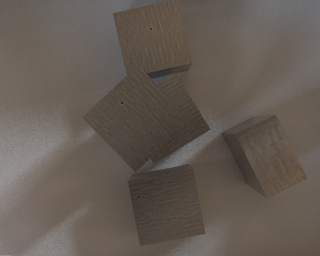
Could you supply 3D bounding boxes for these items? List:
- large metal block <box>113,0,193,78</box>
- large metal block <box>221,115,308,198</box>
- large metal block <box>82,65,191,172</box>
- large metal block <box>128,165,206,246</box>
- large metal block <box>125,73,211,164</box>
[{"bbox_3d":[-0.009,-0.109,0.399,0.080,0.050,0.080,-13,90,0],"label":"large metal block"},{"bbox_3d":[0.124,0.032,0.385,0.050,0.080,0.080,-26,90,0],"label":"large metal block"},{"bbox_3d":[-0.024,-0.010,0.349,0.080,0.050,0.080,-44,90,0],"label":"large metal block"},{"bbox_3d":[0.008,0.096,0.399,0.080,0.050,0.080,-11,90,0],"label":"large metal block"},{"bbox_3d":[0.006,-0.011,0.399,0.080,0.050,0.080,-32,90,0],"label":"large metal block"}]
